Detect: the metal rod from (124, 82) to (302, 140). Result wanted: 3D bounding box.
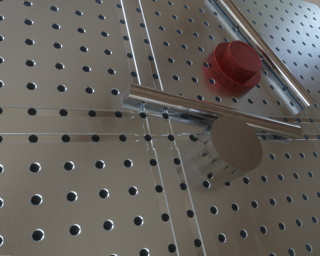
[{"bbox_3d":[0.094,-0.021,0.470,0.302,0.025,0.025,12,57,-22],"label":"metal rod"}]

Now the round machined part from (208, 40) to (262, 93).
[{"bbox_3d":[0.137,-0.113,0.539,0.099,0.042,0.098,14,56,-21],"label":"round machined part"}]

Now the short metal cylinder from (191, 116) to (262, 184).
[{"bbox_3d":[0.090,0.030,0.422,0.081,0.050,0.080,14,56,-21],"label":"short metal cylinder"}]

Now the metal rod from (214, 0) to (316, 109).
[{"bbox_3d":[0.199,-0.164,0.614,0.025,0.025,0.299,-27,76,-37],"label":"metal rod"}]
